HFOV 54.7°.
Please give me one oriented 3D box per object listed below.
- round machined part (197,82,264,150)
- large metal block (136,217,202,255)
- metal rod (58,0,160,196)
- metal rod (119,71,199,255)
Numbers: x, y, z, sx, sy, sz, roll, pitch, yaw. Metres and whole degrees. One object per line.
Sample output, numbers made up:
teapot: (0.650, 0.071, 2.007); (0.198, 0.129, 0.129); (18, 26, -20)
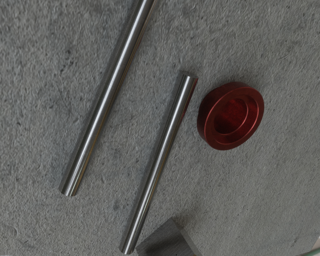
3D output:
round machined part: (0.094, -0.020, 0.437); (0.099, 0.042, 0.097); (-14, 125, -21)
large metal block: (0.018, 0.212, 0.515); (0.080, 0.080, 0.050); (-41, 130, -1)
metal rod: (-0.054, -0.049, 0.347); (0.025, 0.025, 0.298); (14, 111, -34)
metal rod: (-0.009, 0.063, 0.442); (0.025, 0.025, 0.298); (5, 116, -31)
